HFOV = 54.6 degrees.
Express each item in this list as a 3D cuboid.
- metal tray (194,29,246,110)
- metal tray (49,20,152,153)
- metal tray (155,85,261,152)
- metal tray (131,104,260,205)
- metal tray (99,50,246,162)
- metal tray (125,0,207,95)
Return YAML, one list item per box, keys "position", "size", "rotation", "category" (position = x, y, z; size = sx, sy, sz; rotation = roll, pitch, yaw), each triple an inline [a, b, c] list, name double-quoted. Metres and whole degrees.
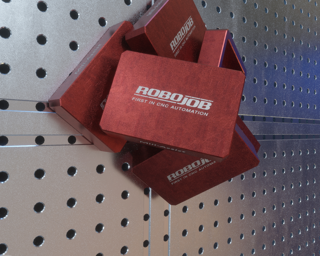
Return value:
- position: [0.090, -0.070, 0.448]
  size: [0.130, 0.030, 0.090]
  rotation: [33, 68, -59]
  category: "metal tray"
- position: [-0.052, -0.048, 0.361]
  size: [0.090, 0.030, 0.130]
  rotation: [47, 62, -31]
  category: "metal tray"
- position: [0.065, -0.003, 0.418]
  size: [0.130, 0.090, 0.030]
  rotation: [46, 63, -31]
  category: "metal tray"
- position: [0.042, 0.038, 0.381]
  size: [0.090, 0.130, 0.030]
  rotation: [46, 24, -30]
  category: "metal tray"
- position: [0.013, -0.024, 0.321]
  size: [0.030, 0.130, 0.090]
  rotation: [67, 37, -75]
  category: "metal tray"
- position: [0.018, -0.114, 0.395]
  size: [0.090, 0.030, 0.130]
  rotation: [56, 44, -29]
  category: "metal tray"
